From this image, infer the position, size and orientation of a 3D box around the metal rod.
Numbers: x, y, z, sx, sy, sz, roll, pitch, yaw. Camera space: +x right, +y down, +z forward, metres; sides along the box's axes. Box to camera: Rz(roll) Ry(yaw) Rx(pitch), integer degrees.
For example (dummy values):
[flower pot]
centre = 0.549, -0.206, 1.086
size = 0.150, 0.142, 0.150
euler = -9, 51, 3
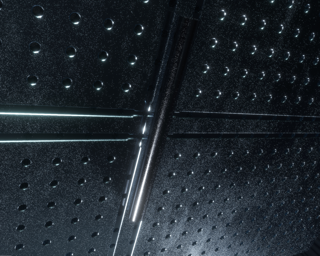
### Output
[metal rod]
centre = -0.001, 0.005, 0.415
size = 0.025, 0.025, 0.298
euler = 0, 118, -29
